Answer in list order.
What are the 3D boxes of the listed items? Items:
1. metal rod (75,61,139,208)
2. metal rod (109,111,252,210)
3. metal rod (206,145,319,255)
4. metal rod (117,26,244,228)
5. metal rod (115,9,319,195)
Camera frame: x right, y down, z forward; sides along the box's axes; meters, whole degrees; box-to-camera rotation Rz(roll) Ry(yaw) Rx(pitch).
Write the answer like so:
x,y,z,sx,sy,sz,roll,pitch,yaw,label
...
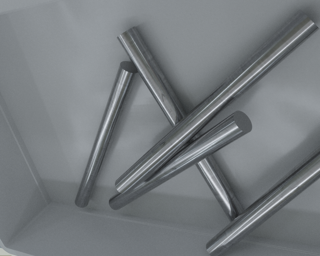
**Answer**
x,y,z,sx,sy,sz,roll,pitch,yaw,label
-0.090,0.030,0.472,0.025,0.025,0.298,32,128,7,metal rod
0.004,0.060,0.417,0.025,0.025,0.299,46,136,-4,metal rod
0.147,0.067,0.352,0.025,0.025,0.298,37,123,3,metal rod
0.038,0.012,0.394,0.025,0.025,0.299,-22,107,36,metal rod
0.042,-0.008,0.353,0.025,0.025,0.299,44,120,-3,metal rod
